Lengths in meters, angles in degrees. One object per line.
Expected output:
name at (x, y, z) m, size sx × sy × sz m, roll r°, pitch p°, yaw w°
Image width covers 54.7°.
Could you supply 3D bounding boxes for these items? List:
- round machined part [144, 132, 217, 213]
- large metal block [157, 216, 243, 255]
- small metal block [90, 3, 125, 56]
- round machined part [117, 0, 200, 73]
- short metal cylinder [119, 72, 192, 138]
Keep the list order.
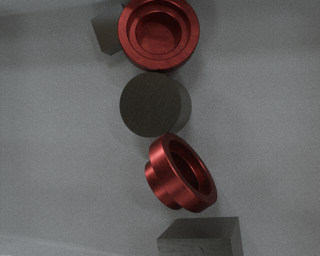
round machined part at (0.020, 0.056, 0.364) m, size 0.042 × 0.098 × 0.098 m, roll -39°, pitch 78°, yaw 20°
large metal block at (0.051, 0.141, 0.363) m, size 0.080 × 0.080 × 0.050 m, roll -8°, pitch 88°, yaw 19°
small metal block at (-0.062, -0.136, 0.431) m, size 0.050 × 0.025 × 0.050 m, roll -22°, pitch 83°, yaw 18°
round machined part at (-0.002, -0.116, 0.390) m, size 0.099 × 0.042 × 0.097 m, roll 0°, pitch 84°, yaw -2°
short metal cylinder at (-0.004, -0.028, 0.398) m, size 0.080 × 0.050 × 0.079 m, roll 0°, pitch 90°, yaw 19°
